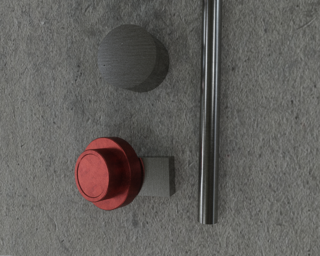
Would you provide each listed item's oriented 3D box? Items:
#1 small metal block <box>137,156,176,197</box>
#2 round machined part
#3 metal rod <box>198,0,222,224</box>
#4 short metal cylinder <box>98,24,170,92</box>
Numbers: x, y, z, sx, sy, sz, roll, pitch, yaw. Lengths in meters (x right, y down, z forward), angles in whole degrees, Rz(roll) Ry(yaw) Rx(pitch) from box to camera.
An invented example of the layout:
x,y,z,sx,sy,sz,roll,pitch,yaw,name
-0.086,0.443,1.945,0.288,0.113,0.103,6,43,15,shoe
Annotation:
x,y,z,sx,sy,sz,roll,pitch,yaw,name
-0.008,0.063,0.412,0.050,0.025,0.050,-2,89,19,small metal block
-0.075,0.061,0.412,0.098,0.042,0.097,1,91,37,round machined part
0.062,-0.032,0.386,0.025,0.025,0.298,1,90,20,metal rod
-0.034,-0.089,0.407,0.080,0.050,0.079,0,90,20,short metal cylinder
